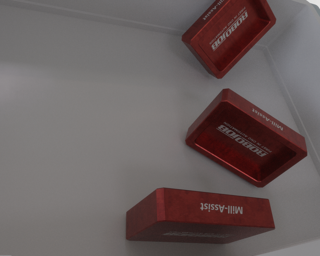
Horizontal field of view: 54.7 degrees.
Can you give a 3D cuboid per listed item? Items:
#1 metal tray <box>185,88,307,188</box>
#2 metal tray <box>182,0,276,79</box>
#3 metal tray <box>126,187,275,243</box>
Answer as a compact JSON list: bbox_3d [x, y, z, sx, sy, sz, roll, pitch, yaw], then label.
[{"bbox_3d":[0.111,0.017,0.410,0.130,0.089,0.030,31,39,-8],"label":"metal tray"},{"bbox_3d":[0.108,-0.152,0.477,0.090,0.130,0.030,41,5,-37],"label":"metal tray"},{"bbox_3d":[0.040,0.097,0.326,0.131,0.090,0.030,11,57,-23],"label":"metal tray"}]
